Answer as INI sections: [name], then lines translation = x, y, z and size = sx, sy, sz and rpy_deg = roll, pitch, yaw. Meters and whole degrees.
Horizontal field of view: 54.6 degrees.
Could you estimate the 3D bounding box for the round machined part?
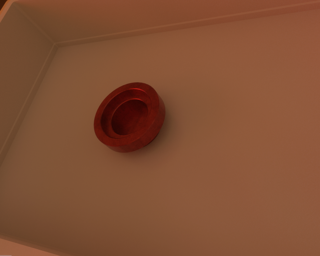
[round machined part]
translation = -0.037, -0.010, 0.422
size = 0.098, 0.042, 0.098
rpy_deg = -13, 56, 21
